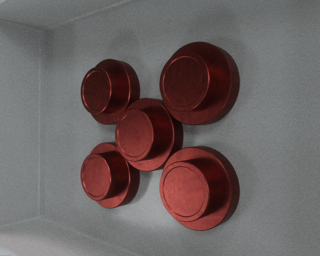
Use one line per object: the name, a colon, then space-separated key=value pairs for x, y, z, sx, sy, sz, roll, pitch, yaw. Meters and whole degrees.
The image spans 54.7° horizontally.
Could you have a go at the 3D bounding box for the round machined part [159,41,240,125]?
round machined part: x=0.038 y=-0.052 z=0.361 sx=0.098 sy=0.042 sz=0.097 roll=0 pitch=90 yaw=39

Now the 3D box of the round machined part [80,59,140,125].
round machined part: x=-0.080 y=-0.053 z=0.457 sx=0.098 sy=0.042 sz=0.097 roll=0 pitch=90 yaw=39

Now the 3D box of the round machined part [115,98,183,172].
round machined part: x=-0.021 y=0.009 z=0.409 sx=0.098 sy=0.042 sz=0.097 roll=0 pitch=90 yaw=39

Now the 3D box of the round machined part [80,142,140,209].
round machined part: x=-0.080 y=0.070 z=0.457 sx=0.098 sy=0.042 sz=0.097 roll=0 pitch=90 yaw=39

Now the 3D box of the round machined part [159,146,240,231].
round machined part: x=0.038 y=0.071 z=0.361 sx=0.098 sy=0.042 sz=0.097 roll=0 pitch=90 yaw=39
